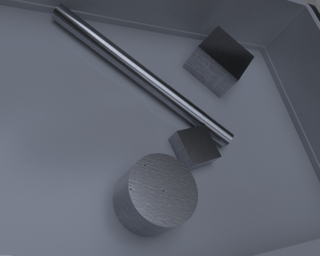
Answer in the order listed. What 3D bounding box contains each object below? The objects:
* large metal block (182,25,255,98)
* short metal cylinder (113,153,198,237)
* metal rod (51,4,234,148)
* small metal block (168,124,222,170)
[{"bbox_3d":[0.097,-0.110,0.511,0.080,0.050,0.080,40,51,-1],"label":"large metal block"},{"bbox_3d":[-0.006,0.074,0.343,0.081,0.050,0.080,14,56,-21],"label":"short metal cylinder"},{"bbox_3d":[-0.021,-0.071,0.438,0.301,0.025,0.025,37,51,-4],"label":"metal rod"},{"bbox_3d":[0.047,0.027,0.416,0.050,0.025,0.050,-12,68,-34],"label":"small metal block"}]
